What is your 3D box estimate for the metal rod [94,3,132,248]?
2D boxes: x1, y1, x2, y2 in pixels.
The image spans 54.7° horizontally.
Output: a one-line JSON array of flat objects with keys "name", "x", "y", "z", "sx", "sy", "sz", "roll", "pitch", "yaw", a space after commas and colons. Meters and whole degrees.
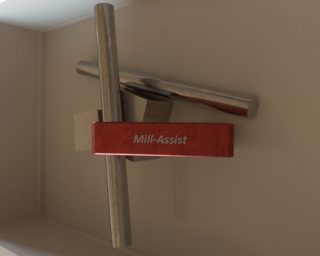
[{"name": "metal rod", "x": -0.059, "y": -0.007, "z": 0.386, "sx": 0.025, "sy": 0.025, "sz": 0.298, "roll": -8, "pitch": 85, "yaw": 39}]

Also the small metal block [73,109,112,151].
[{"name": "small metal block", "x": -0.088, "y": 0.004, "z": 0.409, "sx": 0.050, "sy": 0.025, "sz": 0.050, "roll": -8, "pitch": 84, "yaw": 39}]

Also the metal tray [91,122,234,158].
[{"name": "metal tray", "x": 0.006, "y": 0.009, "z": 0.321, "sx": 0.131, "sy": 0.090, "sz": 0.030, "roll": 1, "pitch": 92, "yaw": 8}]

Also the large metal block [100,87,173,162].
[{"name": "large metal block", "x": -0.038, "y": -0.008, "z": 0.418, "sx": 0.080, "sy": 0.050, "sz": 0.079, "roll": 23, "pitch": 104, "yaw": 37}]

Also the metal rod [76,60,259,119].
[{"name": "metal rod", "x": -0.015, "y": -0.060, "z": 0.416, "sx": 0.300, "sy": 0.025, "sz": 0.025, "roll": 19, "pitch": 102, "yaw": 38}]
